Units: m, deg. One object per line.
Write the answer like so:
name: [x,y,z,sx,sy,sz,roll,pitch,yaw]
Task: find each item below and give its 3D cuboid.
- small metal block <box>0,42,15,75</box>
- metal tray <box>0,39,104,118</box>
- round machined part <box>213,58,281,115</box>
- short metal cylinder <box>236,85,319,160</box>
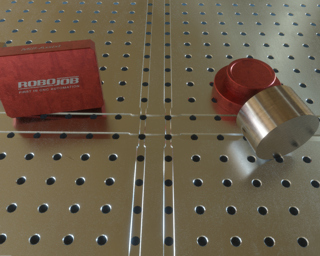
small metal block: [-0.246,-0.094,0.467,0.025,0.050,0.050,2,50,2]
metal tray: [-0.147,-0.065,0.415,0.131,0.089,0.030,-8,37,-7]
round machined part: [0.129,-0.066,0.453,0.099,0.042,0.098,0,50,0]
short metal cylinder: [0.142,-0.006,0.378,0.081,0.080,0.050,-14,52,-12]
